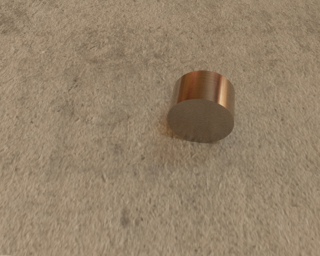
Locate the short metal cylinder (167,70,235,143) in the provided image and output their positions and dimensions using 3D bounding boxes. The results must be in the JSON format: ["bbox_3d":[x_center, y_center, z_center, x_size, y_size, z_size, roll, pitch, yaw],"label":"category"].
[{"bbox_3d":[0.053,-0.025,0.390,0.080,0.080,0.050,8,51,6],"label":"short metal cylinder"}]
